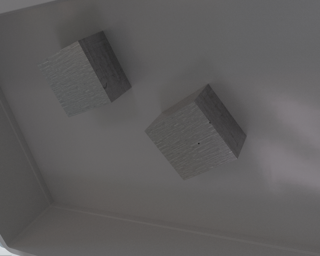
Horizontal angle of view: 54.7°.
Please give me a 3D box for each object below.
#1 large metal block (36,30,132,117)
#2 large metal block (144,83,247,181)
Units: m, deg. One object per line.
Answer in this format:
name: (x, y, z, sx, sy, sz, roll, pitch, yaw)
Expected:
large metal block: (-0.097, -0.068, 0.402, 0.080, 0.050, 0.080, -14, 111, 34)
large metal block: (0.043, 0.007, 0.374, 0.080, 0.050, 0.080, -31, 102, 38)
